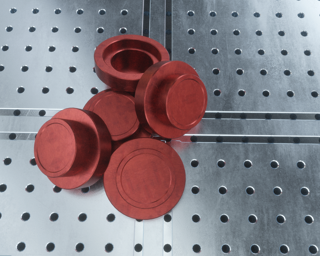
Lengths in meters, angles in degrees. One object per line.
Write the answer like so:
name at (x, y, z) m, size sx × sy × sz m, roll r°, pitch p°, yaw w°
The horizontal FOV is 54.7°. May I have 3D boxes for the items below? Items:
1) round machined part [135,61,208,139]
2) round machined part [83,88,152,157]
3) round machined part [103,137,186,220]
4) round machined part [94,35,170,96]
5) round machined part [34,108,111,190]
round machined part at (0.021, -0.034, 0.384) m, size 0.042 × 0.098 × 0.098 m, roll 15°, pitch 64°, yaw 49°
round machined part at (-0.056, -0.010, 0.404) m, size 0.099 × 0.042 × 0.098 m, roll 0°, pitch 70°, yaw -1°
round machined part at (-0.018, 0.059, 0.368) m, size 0.099 × 0.042 × 0.097 m, roll 1°, pitch 81°, yaw -6°
round machined part at (-0.038, -0.082, 0.420) m, size 0.099 × 0.042 × 0.098 m, roll 4°, pitch 49°, yaw -4°
round machined part at (-0.110, 0.024, 0.367) m, size 0.098 × 0.042 × 0.097 m, roll -3°, pitch 83°, yaw 29°
